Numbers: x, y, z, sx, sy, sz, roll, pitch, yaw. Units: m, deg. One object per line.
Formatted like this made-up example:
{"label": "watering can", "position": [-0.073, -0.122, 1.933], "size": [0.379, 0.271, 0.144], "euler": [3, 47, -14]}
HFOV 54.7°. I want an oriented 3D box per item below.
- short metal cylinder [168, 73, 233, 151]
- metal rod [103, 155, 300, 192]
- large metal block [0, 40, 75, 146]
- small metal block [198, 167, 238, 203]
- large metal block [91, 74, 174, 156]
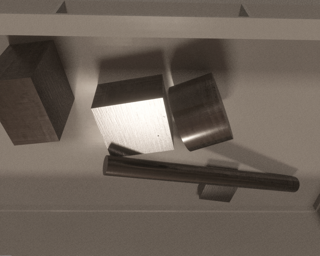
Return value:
{"label": "short metal cylinder", "position": [0.048, -0.018, 0.359], "size": [0.050, 0.080, 0.080], "euler": [-18, 128, 14]}
{"label": "metal rod", "position": [0.072, 0.067, 0.433], "size": [0.302, 0.025, 0.025], "euler": [9, 130, -22]}
{"label": "large metal block", "position": [-0.137, -0.039, 0.338], "size": [0.050, 0.080, 0.080], "euler": [-5, 130, 4]}
{"label": "small metal block", "position": [0.092, 0.089, 0.487], "size": [0.050, 0.025, 0.050], "euler": [8, 130, -8]}
{"label": "large metal block", "position": [-0.029, -0.013, 0.381], "size": [0.080, 0.050, 0.080], "euler": [-8, 130, 6]}
